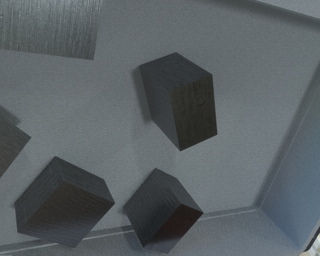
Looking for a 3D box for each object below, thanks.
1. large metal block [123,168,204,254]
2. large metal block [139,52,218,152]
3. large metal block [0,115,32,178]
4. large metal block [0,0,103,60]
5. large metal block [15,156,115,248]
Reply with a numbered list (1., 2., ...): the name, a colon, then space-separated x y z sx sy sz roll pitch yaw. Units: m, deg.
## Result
1. large metal block: 0.002 0.119 0.450 0.050 0.080 0.080 33 100 -39
2. large metal block: 0.021 -0.033 0.366 0.050 0.080 0.080 -23 127 -15
3. large metal block: -0.184 0.015 0.282 0.080 0.050 0.080 49 63 -40
4. large metal block: -0.098 -0.110 0.271 0.081 0.050 0.079 1 118 -29
5. large metal block: -0.118 0.094 0.387 0.080 0.050 0.080 -48 129 6
